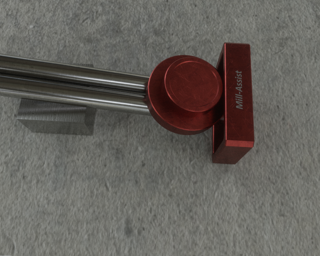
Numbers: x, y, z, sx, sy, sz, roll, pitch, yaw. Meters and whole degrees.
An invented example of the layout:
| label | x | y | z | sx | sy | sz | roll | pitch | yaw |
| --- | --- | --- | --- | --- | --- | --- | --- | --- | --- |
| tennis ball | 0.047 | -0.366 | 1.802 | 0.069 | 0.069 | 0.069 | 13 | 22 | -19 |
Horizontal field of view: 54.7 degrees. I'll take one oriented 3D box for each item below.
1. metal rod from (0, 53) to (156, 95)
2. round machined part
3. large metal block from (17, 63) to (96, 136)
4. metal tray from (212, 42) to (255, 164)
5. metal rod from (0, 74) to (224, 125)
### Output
| label | x | y | z | sx | sy | sz | roll | pitch | yaw |
| --- | --- | --- | --- | --- | --- | --- | --- | --- | --- |
| metal rod | -0.064 | -0.060 | 0.382 | 0.302 | 0.025 | 0.025 | 7 | 70 | -12 |
| round machined part | 0.035 | -0.044 | 0.365 | 0.099 | 0.042 | 0.098 | 3 | 72 | -11 |
| large metal block | -0.128 | -0.038 | 0.404 | 0.081 | 0.050 | 0.080 | 3 | 70 | 1 |
| metal tray | 0.087 | -0.028 | 0.385 | 0.030 | 0.090 | 0.130 | 3 | 70 | 1 |
| metal rod | -0.066 | -0.034 | 0.373 | 0.302 | 0.025 | 0.025 | 7 | 70 | -11 |
